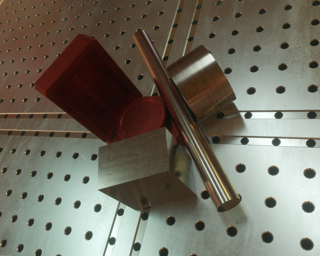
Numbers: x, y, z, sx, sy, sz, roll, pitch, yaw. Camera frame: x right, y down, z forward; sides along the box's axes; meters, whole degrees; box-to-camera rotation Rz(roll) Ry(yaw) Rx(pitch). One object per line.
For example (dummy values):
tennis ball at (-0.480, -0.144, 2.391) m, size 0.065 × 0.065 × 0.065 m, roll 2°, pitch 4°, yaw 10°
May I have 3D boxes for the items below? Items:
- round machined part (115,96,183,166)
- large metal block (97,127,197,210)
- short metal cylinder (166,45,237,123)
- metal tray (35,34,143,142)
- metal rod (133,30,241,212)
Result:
round machined part at (-0.017, -0.002, 0.406) m, size 0.098 × 0.042 × 0.098 m, roll -13°, pitch 56°, yaw 20°
large metal block at (-0.013, 0.049, 0.348) m, size 0.080 × 0.080 × 0.050 m, roll -18°, pitch 55°, yaw 18°
short metal cylinder at (0.049, -0.053, 0.377) m, size 0.050 × 0.080 × 0.080 m, roll -32°, pitch 52°, yaw 7°
metal tray at (-0.087, -0.048, 0.415) m, size 0.030 × 0.130 × 0.090 m, roll 31°, pitch 79°, yaw 37°
metal rod at (0.018, -0.033, 0.391) m, size 0.025 × 0.025 × 0.300 m, roll -31°, pitch 52°, yaw 8°
